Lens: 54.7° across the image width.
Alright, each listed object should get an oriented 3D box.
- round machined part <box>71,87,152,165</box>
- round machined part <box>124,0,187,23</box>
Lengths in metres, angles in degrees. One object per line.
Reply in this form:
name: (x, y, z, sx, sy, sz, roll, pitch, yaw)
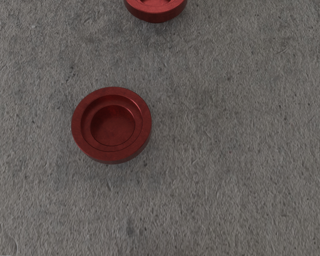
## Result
round machined part: (-0.060, 0.000, 0.399, 0.099, 0.042, 0.098, 0, 70, 0)
round machined part: (-0.007, -0.200, 0.472, 0.099, 0.042, 0.098, 0, 70, 0)
